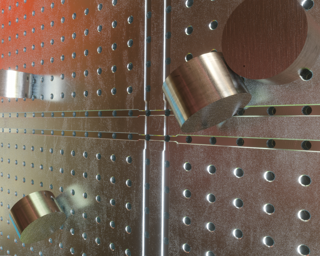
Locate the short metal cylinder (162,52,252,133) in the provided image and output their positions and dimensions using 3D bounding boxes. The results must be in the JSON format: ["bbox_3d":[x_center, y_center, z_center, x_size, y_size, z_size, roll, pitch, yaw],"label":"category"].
[{"bbox_3d":[0.049,-0.036,0.332,0.080,0.081,0.050,-37,68,34],"label":"short metal cylinder"}]

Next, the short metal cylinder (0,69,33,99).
[{"bbox_3d":[-0.297,-0.087,0.614,0.080,0.081,0.050,10,97,39],"label":"short metal cylinder"}]

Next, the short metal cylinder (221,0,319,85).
[{"bbox_3d":[0.108,-0.084,0.303,0.080,0.050,0.079,0,90,39],"label":"short metal cylinder"}]

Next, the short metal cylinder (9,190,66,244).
[{"bbox_3d":[-0.215,0.157,0.548,0.050,0.081,0.080,47,118,29],"label":"short metal cylinder"}]
